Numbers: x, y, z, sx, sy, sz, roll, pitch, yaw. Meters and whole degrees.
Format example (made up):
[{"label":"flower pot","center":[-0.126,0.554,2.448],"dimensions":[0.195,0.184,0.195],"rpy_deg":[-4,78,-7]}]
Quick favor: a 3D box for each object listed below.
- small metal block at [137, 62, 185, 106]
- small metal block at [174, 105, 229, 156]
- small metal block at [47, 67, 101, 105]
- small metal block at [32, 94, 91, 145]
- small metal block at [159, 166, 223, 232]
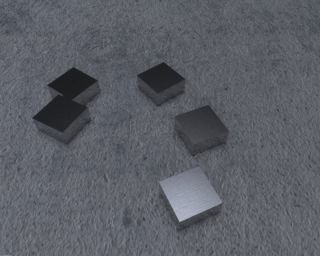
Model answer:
[{"label":"small metal block","center":[0.001,-0.066,0.458],"dimensions":[0.050,0.025,0.050],"rpy_deg":[-31,57,-24]},{"label":"small metal block","center":[0.053,0.002,0.402],"dimensions":[0.050,0.025,0.050],"rpy_deg":[-19,53,-16]},{"label":"small metal block","center":[-0.124,-0.056,0.449],"dimensions":[0.050,0.025,0.050],"rpy_deg":[30,56,22]},{"label":"small metal block","center":[-0.130,-0.012,0.412],"dimensions":[0.050,0.025,0.050],"rpy_deg":[23,54,18]},{"label":"small metal block","center":[0.032,0.076,0.339],"dimensions":[0.050,0.025,0.050],"rpy_deg":[-19,53,-16]}]
